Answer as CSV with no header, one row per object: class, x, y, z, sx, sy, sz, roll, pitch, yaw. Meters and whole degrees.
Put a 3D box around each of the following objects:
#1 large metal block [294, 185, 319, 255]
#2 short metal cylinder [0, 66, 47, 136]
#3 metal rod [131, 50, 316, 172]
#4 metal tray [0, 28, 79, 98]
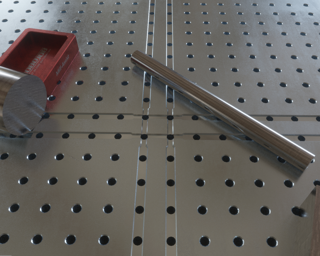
large metal block,0.180,0.113,0.297,0.080,0.050,0.080,17,52,14
short metal cylinder,-0.193,-0.035,0.400,0.050,0.080,0.080,16,52,13
metal rod,0.071,-0.036,0.438,0.300,0.025,0.025,36,59,26
metal tray,-0.197,-0.106,0.491,0.090,0.030,0.130,9,51,8
